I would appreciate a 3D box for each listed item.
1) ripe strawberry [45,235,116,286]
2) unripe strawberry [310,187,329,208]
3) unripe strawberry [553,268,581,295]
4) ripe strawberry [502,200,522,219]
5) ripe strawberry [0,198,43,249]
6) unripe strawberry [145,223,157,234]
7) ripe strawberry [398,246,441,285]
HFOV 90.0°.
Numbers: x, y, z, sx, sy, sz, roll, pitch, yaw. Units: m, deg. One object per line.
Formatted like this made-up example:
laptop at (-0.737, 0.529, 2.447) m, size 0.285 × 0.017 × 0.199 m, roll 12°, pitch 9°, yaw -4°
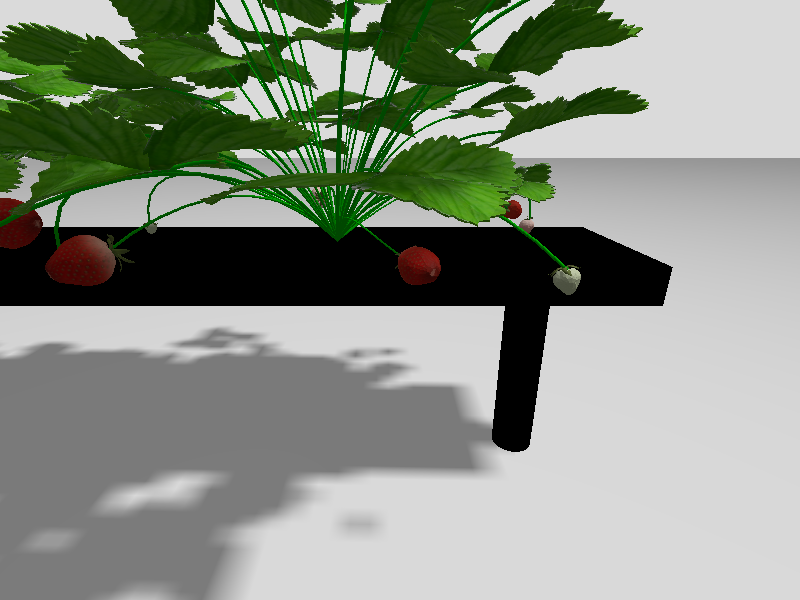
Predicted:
ripe strawberry at (-0.187, -0.022, 0.235) m, size 0.033 × 0.028 × 0.033 m, roll -32°, pitch 36°, yaw -33°
unripe strawberry at (-0.111, -0.142, 0.552) m, size 0.027 × 0.028 × 0.029 m, roll -5°, pitch 21°, yaw -13°
unripe strawberry at (0.096, -0.010, 0.229) m, size 0.015 × 0.015 × 0.014 m, roll -12°, pitch 7°, yaw 45°
ripe strawberry at (0.128, -0.103, 0.454) m, size 0.024 × 0.021 × 0.024 m, roll 1°, pitch 17°, yaw -33°
ripe strawberry at (-0.319, -0.064, 0.333) m, size 0.042 × 0.041 × 0.039 m, roll 2°, pitch 21°, yaw 5°
unripe strawberry at (-0.219, -0.063, 0.353) m, size 0.010 × 0.010 × 0.009 m, roll 0°, pitch 21°, yaw 1°
ripe strawberry at (0.013, -0.020, 0.236) m, size 0.026 × 0.023 × 0.026 m, roll -11°, pitch 24°, yaw -27°
